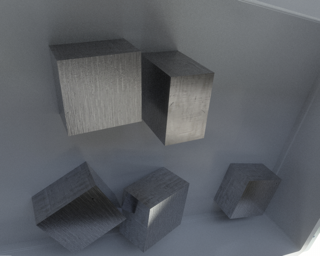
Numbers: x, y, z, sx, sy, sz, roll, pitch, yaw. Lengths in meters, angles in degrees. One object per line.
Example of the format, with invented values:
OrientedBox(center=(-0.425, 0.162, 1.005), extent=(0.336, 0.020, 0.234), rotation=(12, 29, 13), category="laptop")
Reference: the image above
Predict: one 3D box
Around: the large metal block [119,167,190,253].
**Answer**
OrientedBox(center=(-0.008, 0.114, 0.443), extent=(0.081, 0.050, 0.079), rotation=(-22, 131, -44), category="large metal block")

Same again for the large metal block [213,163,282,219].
OrientedBox(center=(0.154, 0.110, 0.548), extent=(0.081, 0.050, 0.079), rotation=(5, 116, -31), category="large metal block")

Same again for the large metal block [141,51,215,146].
OrientedBox(center=(0.014, -0.038, 0.359), extent=(0.050, 0.080, 0.079), rotation=(-10, 123, -24), category="large metal block")

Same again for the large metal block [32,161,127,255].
OrientedBox(center=(-0.103, 0.104, 0.401), extent=(0.080, 0.050, 0.080), rotation=(-34, 129, -6), category="large metal block")

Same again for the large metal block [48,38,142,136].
OrientedBox(center=(-0.067, -0.045, 0.329), extent=(0.081, 0.050, 0.079), rotation=(-12, 124, -22), category="large metal block")
